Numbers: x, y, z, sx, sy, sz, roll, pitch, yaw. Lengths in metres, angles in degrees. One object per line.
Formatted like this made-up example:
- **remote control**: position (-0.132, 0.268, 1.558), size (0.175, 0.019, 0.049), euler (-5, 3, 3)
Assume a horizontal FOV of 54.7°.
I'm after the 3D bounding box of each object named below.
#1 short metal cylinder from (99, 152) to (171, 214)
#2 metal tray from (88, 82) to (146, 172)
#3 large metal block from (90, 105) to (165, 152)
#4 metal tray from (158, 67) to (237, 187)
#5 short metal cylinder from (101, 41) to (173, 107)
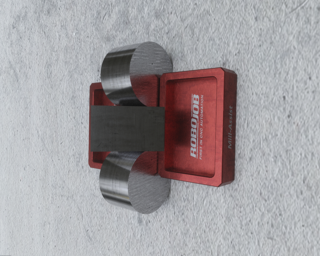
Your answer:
- **short metal cylinder**: position (-0.030, 0.064, 0.395), size (0.050, 0.081, 0.079), euler (3, 92, 40)
- **metal tray**: position (-0.065, -0.003, 0.458), size (0.090, 0.030, 0.129), euler (2, 91, 40)
- **large metal block**: position (-0.041, 0.000, 0.378), size (0.080, 0.081, 0.050), euler (-170, 81, -80)
- **metal tray**: position (0.043, -0.002, 0.369), size (0.090, 0.030, 0.129), euler (2, 91, 40)
- **short metal cylinder**: position (-0.027, -0.066, 0.393), size (0.050, 0.081, 0.079), euler (3, 92, 40)
